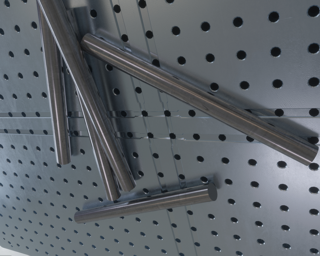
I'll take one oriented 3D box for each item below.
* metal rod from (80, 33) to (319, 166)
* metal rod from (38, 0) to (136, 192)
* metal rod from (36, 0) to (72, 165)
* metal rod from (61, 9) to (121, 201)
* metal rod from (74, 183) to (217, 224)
[{"bbox_3d":[0.037,-0.039,0.367,0.301,0.025,0.025,28,128,10],"label":"metal rod"},{"bbox_3d":[-0.089,-0.030,0.421,0.025,0.025,0.299,1,125,28],"label":"metal rod"},{"bbox_3d":[-0.151,-0.068,0.449,0.025,0.025,0.298,18,126,17],"label":"metal rod"},{"bbox_3d":[-0.099,-0.016,0.454,0.025,0.025,0.298,5,121,25],"label":"metal rod"},{"bbox_3d":[-0.042,0.130,0.514,0.299,0.025,0.025,-20,108,35],"label":"metal rod"}]
